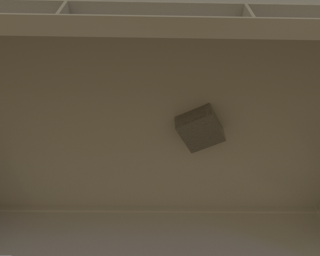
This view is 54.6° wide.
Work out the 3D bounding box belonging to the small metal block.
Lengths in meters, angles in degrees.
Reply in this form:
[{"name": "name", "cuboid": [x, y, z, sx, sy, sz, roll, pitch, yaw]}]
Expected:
[{"name": "small metal block", "cuboid": [0.053, 0.001, 0.410, 0.050, 0.025, 0.050, -22, 127, 18]}]
